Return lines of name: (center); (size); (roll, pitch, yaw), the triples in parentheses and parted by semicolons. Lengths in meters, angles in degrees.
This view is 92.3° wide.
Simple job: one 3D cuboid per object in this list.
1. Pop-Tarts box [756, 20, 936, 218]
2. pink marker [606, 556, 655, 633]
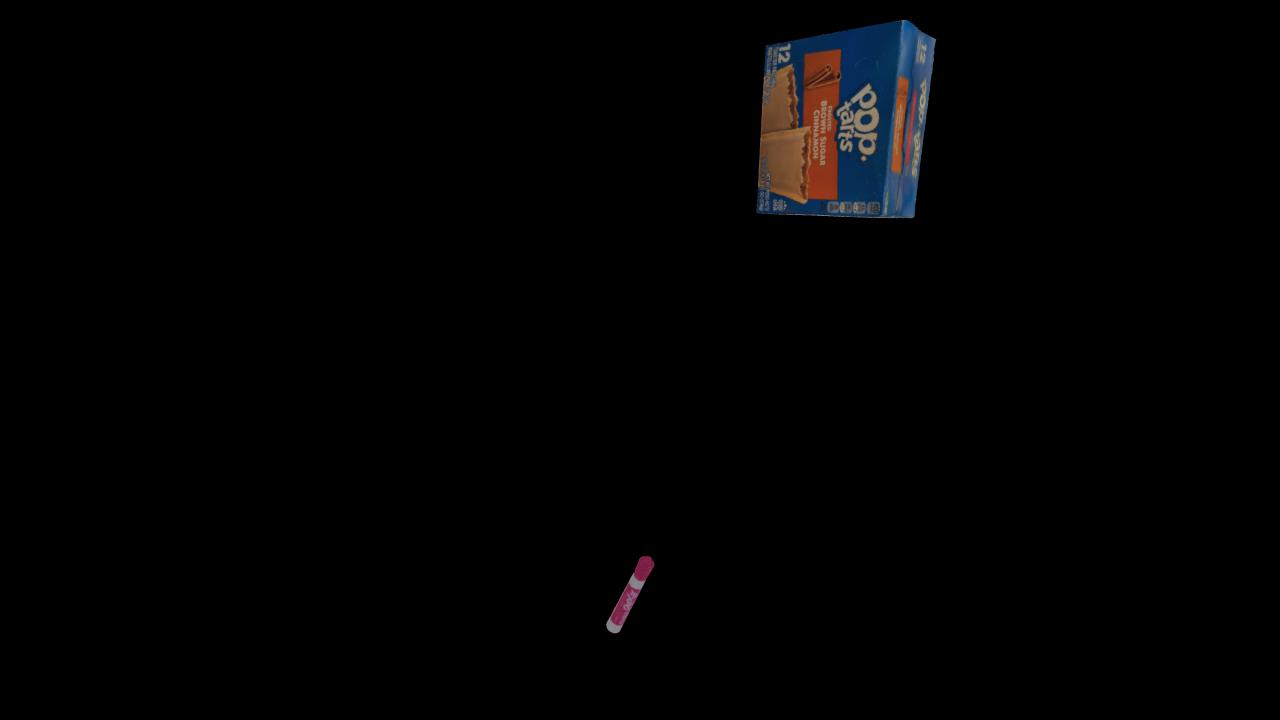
Pop-Tarts box: (0.200, -0.229, 0.616); (0.141, 0.167, 0.083); (15, 21, 42)
pink marker: (-0.011, 0.275, 0.722); (0.020, 0.121, 0.020); (18, 27, -10)
